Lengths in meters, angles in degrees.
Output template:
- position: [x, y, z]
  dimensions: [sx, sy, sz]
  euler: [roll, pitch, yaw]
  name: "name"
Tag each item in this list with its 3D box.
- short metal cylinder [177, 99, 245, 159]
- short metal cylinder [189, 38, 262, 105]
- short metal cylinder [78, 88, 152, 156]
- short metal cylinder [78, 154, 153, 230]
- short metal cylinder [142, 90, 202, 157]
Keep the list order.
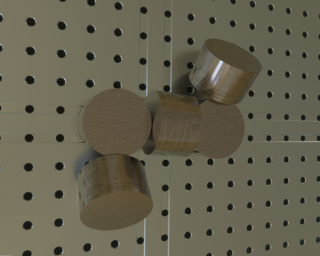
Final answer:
- position: [0.067, 0.000, 0.425]
  dimensions: [0.081, 0.050, 0.079]
  euler: [0, 90, -21]
  name: "short metal cylinder"
- position: [0.085, -0.075, 0.409]
  dimensions: [0.081, 0.080, 0.050]
  euler: [9, 129, -20]
  name: "short metal cylinder"
- position: [-0.056, -0.006, 0.378]
  dimensions: [0.081, 0.050, 0.079]
  euler: [0, 90, -21]
  name: "short metal cylinder"
- position: [-0.052, 0.076, 0.359]
  dimensions: [0.081, 0.050, 0.080]
  euler: [-10, 137, -9]
  name: "short metal cylinder"
- position: [0.011, -0.005, 0.388]
  dimensions: [0.050, 0.080, 0.080]
  euler: [5, 88, -20]
  name: "short metal cylinder"
